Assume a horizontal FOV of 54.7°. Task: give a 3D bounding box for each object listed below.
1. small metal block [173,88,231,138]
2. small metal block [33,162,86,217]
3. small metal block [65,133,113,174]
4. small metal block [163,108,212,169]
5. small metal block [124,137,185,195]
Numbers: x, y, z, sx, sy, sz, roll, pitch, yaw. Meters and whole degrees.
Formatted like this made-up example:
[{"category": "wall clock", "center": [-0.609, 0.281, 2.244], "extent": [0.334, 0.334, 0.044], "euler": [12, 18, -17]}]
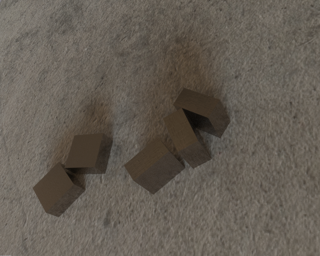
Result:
[{"category": "small metal block", "center": [0.051, -0.018, 0.371], "extent": [0.050, 0.050, 0.025], "euler": [24, 75, 36]}, {"category": "small metal block", "center": [-0.138, 0.084, 0.423], "extent": [0.050, 0.025, 0.050], "euler": [-46, 51, -4]}, {"category": "small metal block", "center": [-0.098, 0.036, 0.431], "extent": [0.050, 0.025, 0.050], "euler": [-5, 59, 25]}, {"category": "small metal block", "center": [0.032, 0.013, 0.362], "extent": [0.025, 0.050, 0.050], "euler": [-30, 52, 9]}, {"category": "small metal block", "center": [-0.005, 0.045, 0.362], "extent": [0.050, 0.050, 0.025], "euler": [-40, 51, 1]}]
